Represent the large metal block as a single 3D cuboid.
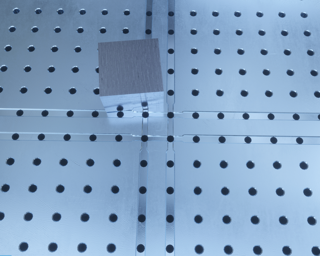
[{"bbox_3d":[-0.039,-0.071,0.424,0.080,0.050,0.080,-5,70,-2],"label":"large metal block"}]
